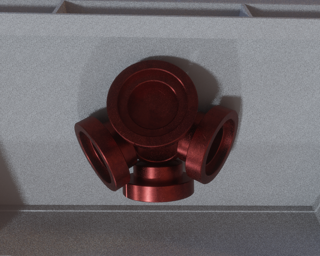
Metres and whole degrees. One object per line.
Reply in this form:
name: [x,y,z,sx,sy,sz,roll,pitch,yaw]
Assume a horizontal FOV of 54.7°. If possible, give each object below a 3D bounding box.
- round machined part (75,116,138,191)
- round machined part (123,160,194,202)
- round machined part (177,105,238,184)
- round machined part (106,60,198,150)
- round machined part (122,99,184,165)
round machined part: [-0.065,0.028,0.394,0.042,0.098,0.097,-31,135,-24]
round machined part: [-0.003,0.067,0.428,0.099,0.098,0.042,-1,94,0]
round machined part: [0.057,0.017,0.388,0.042,0.099,0.097,23,137,28]
round machined part: [-0.007,-0.024,0.351,0.099,0.098,0.042,-3,168,2]
round machined part: [-0.004,0.010,0.404,0.099,0.042,0.097,-1,130,0]
